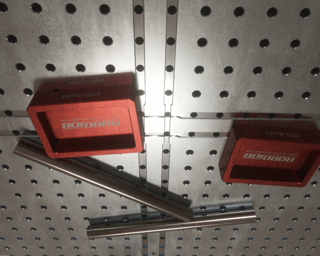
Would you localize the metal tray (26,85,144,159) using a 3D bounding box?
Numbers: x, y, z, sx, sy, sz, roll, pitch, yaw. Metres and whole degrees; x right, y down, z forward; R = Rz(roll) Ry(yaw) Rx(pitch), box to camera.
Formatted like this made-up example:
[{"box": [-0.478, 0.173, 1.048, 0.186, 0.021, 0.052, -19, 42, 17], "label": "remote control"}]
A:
[{"box": [-0.091, -0.005, 0.402, 0.131, 0.030, 0.089, -4, 130, 3], "label": "metal tray"}]

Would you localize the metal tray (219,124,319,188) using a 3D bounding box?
[{"box": [0.160, 0.042, 0.446, 0.131, 0.030, 0.089, 5, 130, -5], "label": "metal tray"}]

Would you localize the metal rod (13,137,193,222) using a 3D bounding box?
[{"box": [-0.074, 0.088, 0.485, 0.301, 0.025, 0.025, 27, 125, -22], "label": "metal rod"}]

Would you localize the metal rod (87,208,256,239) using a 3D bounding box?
[{"box": [0.018, 0.173, 0.559, 0.302, 0.025, 0.025, -8, 130, 6], "label": "metal rod"}]
